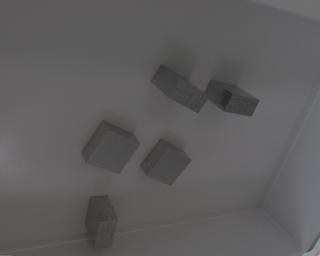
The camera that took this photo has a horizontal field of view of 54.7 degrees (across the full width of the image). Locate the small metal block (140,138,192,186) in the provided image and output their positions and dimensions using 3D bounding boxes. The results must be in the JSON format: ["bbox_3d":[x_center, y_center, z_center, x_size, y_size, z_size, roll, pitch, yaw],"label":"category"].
[{"bbox_3d":[0.008,0.050,0.444,0.050,0.025,0.050,30,102,-38],"label":"small metal block"}]

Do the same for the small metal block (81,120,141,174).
[{"bbox_3d":[-0.062,0.025,0.390,0.050,0.025,0.050,26,104,-37],"label":"small metal block"}]

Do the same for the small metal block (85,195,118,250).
[{"bbox_3d":[-0.082,0.129,0.428,0.025,0.050,0.050,1,118,-29],"label":"small metal block"}]

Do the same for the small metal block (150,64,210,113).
[{"bbox_3d":[0.024,-0.048,0.376,0.050,0.050,0.025,24,105,-37],"label":"small metal block"}]

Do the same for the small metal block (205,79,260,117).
[{"bbox_3d":[0.096,-0.041,0.419,0.050,0.050,0.025,8,115,-32],"label":"small metal block"}]
